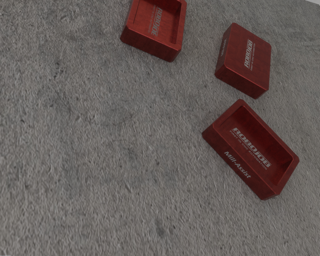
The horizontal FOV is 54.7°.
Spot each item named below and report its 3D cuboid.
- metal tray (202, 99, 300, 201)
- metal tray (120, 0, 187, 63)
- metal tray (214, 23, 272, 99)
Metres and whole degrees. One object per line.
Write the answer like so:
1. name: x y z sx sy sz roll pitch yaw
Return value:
1. metal tray: 0.135 0.028 0.455 0.130 0.030 0.091 47 51 5
2. metal tray: -0.007 -0.176 0.503 0.091 0.030 0.130 20 54 -17
3. metal tray: 0.153 -0.123 0.557 0.090 0.030 0.130 27 52 -11
